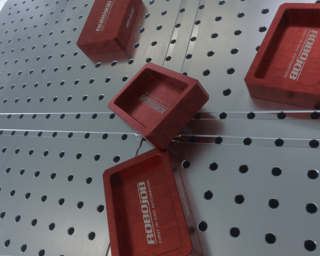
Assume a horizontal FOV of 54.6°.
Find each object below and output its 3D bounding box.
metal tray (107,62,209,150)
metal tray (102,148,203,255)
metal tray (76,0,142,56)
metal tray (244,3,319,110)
[{"bbox_3d":[-0.008,-0.035,0.409,0.090,0.030,0.130,-47,36,-6],"label":"metal tray"},{"bbox_3d":[-0.014,0.094,0.355,0.090,0.030,0.130,-24,53,13],"label":"metal tray"},{"bbox_3d":[-0.094,-0.199,0.578,0.090,0.030,0.130,-1,61,28],"label":"metal tray"},{"bbox_3d":[0.169,-0.091,0.372,0.090,0.030,0.130,17,71,35],"label":"metal tray"}]
